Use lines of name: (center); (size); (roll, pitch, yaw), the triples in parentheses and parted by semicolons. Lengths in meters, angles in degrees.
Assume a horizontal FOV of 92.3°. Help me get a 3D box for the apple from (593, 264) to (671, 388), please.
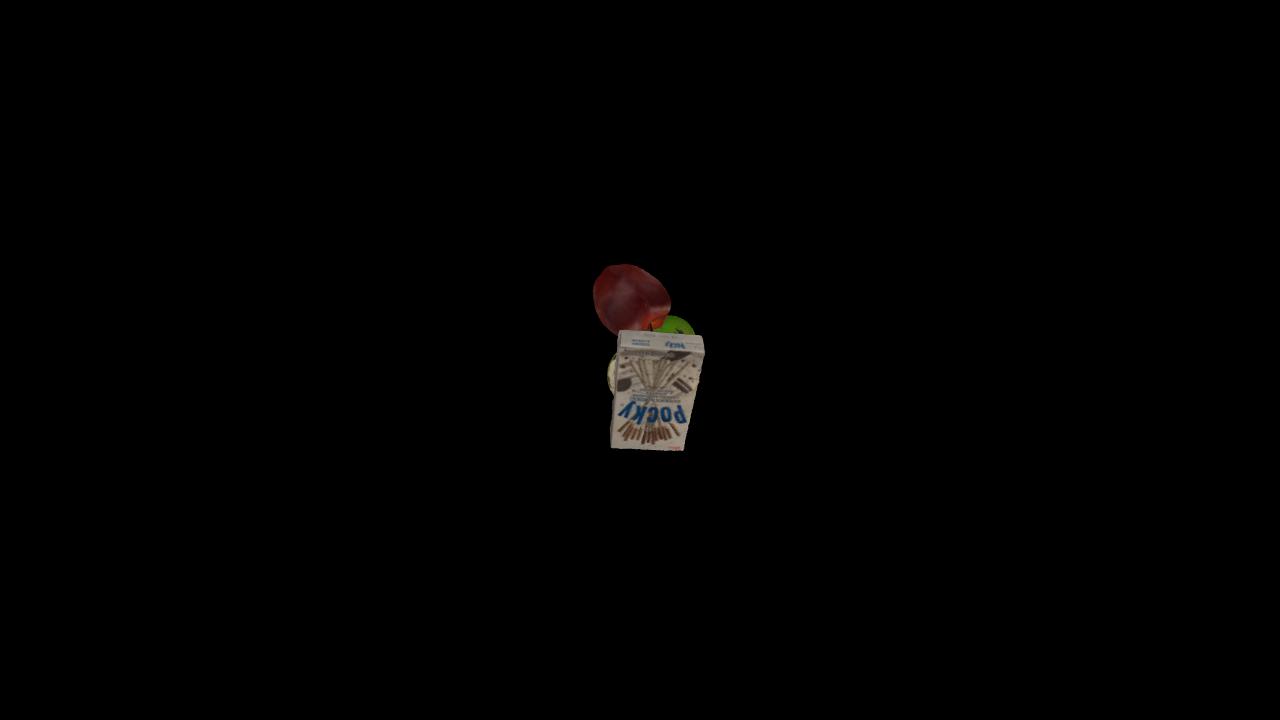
apple: (-0.011, -0.063, 0.684); (0.079, 0.093, 0.079); (-33, -21, -14)

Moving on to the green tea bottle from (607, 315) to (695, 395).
green tea bottle: (0.024, -0.009, 0.717); (0.073, 0.073, 0.212); (0, 15, 15)

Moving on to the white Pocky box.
white Pocky box: (0.014, 0.036, 0.633); (0.084, 0.154, 0.028); (3, 43, -4)
